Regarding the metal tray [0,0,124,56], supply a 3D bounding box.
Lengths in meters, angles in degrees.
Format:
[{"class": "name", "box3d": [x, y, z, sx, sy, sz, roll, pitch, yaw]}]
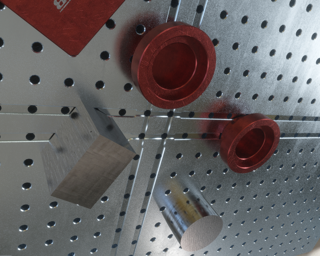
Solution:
[{"class": "metal tray", "box3d": [-0.073, -0.143, 0.279, 0.130, 0.030, 0.090, -48, 129, 5]}]

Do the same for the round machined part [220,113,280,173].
[{"class": "round machined part", "box3d": [0.135, 0.020, 0.486, 0.099, 0.042, 0.097, -14, 124, -21]}]

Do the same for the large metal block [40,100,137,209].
[{"class": "large metal block", "box3d": [-0.083, 0.028, 0.347, 0.050, 0.080, 0.080, 34, 99, -39]}]

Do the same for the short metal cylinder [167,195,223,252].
[{"class": "short metal cylinder", "box3d": [0.059, 0.162, 0.527, 0.081, 0.050, 0.079, -14, 124, -21]}]

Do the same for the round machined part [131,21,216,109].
[{"class": "round machined part", "box3d": [0.012, -0.075, 0.361, 0.099, 0.042, 0.097, -14, 124, -21]}]
